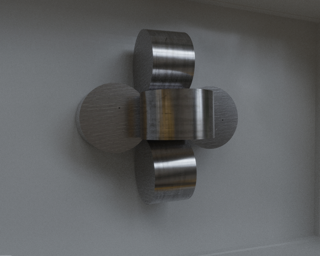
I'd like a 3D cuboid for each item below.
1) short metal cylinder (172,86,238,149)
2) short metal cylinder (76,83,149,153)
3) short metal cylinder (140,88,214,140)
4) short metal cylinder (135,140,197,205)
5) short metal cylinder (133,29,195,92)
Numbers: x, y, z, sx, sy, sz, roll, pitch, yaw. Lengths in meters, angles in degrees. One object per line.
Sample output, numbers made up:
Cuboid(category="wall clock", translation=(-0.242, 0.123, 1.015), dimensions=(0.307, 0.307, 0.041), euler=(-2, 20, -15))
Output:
Cuboid(category="short metal cylinder", translation=(0.056, -0.013, 0.415), dimensions=(0.081, 0.050, 0.080), euler=(0, 90, -20))
Cuboid(category="short metal cylinder", translation=(-0.058, -0.012, 0.374), dimensions=(0.081, 0.050, 0.080), euler=(0, 90, -20))
Cuboid(category="short metal cylinder", translation=(0.019, -0.014, 0.339), dimensions=(0.081, 0.080, 0.050), euler=(-1, 90, -20))
Cuboid(category="short metal cylinder", translation=(0.004, 0.051, 0.381), dimensions=(0.050, 0.080, 0.080), euler=(-2, 91, -21))
Cuboid(category="short metal cylinder", translation=(0.002, -0.078, 0.380), dimensions=(0.050, 0.080, 0.080), euler=(-2, 91, -21))
